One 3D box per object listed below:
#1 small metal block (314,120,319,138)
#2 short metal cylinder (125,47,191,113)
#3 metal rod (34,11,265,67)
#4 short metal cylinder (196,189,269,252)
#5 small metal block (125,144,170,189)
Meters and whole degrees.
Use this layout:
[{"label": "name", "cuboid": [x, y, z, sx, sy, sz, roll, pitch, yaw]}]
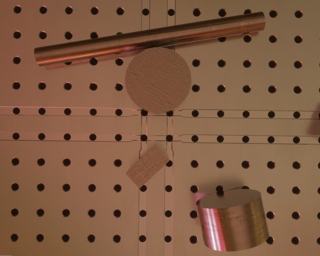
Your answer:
[{"label": "small metal block", "cuboid": [0.245, -0.004, 0.415, 0.050, 0.025, 0.050, 22, 90, 0]}, {"label": "short metal cylinder", "cuboid": [-0.002, -0.058, 0.401, 0.081, 0.050, 0.080, 0, 90, 0]}, {"label": "metal rod", "cuboid": [-0.013, -0.118, 0.412, 0.302, 0.025, 0.025, -9, 90, 0]}, {"label": "short metal cylinder", "cuboid": [0.090, 0.112, 0.386, 0.080, 0.080, 0.050, -11, 90, 0]}, {"label": "small metal block", "cuboid": [-0.015, 0.047, 0.401, 0.050, 0.050, 0.025, -43, 90, 0]}]
